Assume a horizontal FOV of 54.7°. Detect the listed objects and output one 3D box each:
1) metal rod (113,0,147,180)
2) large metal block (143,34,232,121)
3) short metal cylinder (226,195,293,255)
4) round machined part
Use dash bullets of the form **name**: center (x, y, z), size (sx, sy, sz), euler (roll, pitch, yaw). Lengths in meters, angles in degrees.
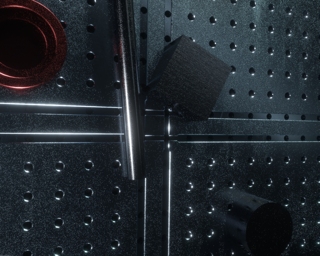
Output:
- **metal rod**: center (-0.041, -0.084, 0.398), size (0.025, 0.025, 0.298), euler (-5, 92, -20)
- **large metal block**: center (0.036, -0.063, 0.414), size (0.080, 0.050, 0.080), euler (29, 80, -18)
- **short metal cylinder**: center (0.145, 0.143, 0.455), size (0.081, 0.050, 0.079), euler (0, 90, -21)
- **round machined part**: center (-0.157, -0.091, 0.346), size (0.099, 0.042, 0.097), euler (0, 90, -21)
